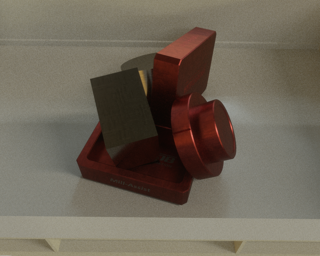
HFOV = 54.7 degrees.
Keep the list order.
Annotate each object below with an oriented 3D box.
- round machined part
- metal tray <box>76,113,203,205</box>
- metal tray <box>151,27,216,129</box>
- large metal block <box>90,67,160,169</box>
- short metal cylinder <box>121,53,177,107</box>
[{"bbox_3d":[0.054,0.006,0.347,0.042,0.098,0.098,-17,45,26],"label":"round machined part"},{"bbox_3d":[-0.020,0.031,0.373,0.131,0.030,0.090,13,51,11],"label":"metal tray"},{"bbox_3d":[0.032,-0.069,0.399,0.030,0.089,0.131,19,37,19],"label":"metal tray"},{"bbox_3d":[-0.036,-0.006,0.342,0.050,0.080,0.080,-15,68,-5],"label":"large metal block"},{"bbox_3d":[-0.008,-0.068,0.425,0.080,0.050,0.080,-10,27,5],"label":"short metal cylinder"}]
